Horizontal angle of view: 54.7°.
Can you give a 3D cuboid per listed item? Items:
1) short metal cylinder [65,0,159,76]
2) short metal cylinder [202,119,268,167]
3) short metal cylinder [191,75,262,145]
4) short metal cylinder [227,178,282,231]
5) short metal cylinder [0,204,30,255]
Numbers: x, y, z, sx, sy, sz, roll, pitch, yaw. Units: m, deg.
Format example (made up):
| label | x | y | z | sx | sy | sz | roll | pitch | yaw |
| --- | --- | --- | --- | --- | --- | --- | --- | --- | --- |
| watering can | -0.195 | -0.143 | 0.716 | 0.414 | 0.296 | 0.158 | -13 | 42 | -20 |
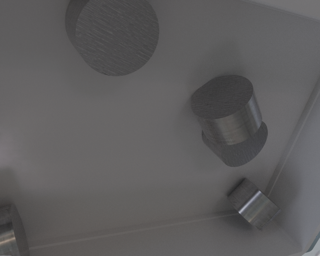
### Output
| label | x | y | z | sx | sy | sz | roll | pitch | yaw |
| --- | --- | --- | --- | --- | --- | --- | --- | --- | --- |
| short metal cylinder | -0.048 | -0.098 | 0.306 | 0.081 | 0.050 | 0.079 | -14 | 124 | -21 |
| short metal cylinder | 0.110 | 0.011 | 0.458 | 0.081 | 0.050 | 0.079 | -15 | 126 | -21 |
| short metal cylinder | 0.087 | -0.024 | 0.406 | 0.080 | 0.080 | 0.050 | -36 | 129 | -5 |
| short metal cylinder | 0.166 | 0.134 | 0.546 | 0.050 | 0.080 | 0.080 | -48 | 129 | 5 |
| short metal cylinder | -0.186 | 0.134 | 0.354 | 0.050 | 0.080 | 0.079 | -16 | 125 | -20 |
